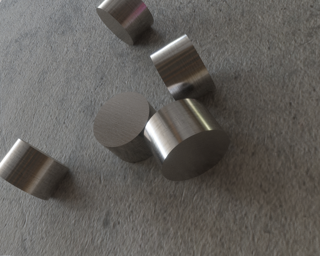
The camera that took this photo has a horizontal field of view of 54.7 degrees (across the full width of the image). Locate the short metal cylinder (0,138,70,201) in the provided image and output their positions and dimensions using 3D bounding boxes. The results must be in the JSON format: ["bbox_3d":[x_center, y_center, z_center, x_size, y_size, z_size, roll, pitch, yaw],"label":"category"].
[{"bbox_3d":[-0.172,0.056,0.422,0.080,0.080,0.050,22,74,35],"label":"short metal cylinder"}]

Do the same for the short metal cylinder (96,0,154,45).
[{"bbox_3d":[-0.057,-0.183,0.509,0.050,0.080,0.080,-49,52,-6],"label":"short metal cylinder"}]

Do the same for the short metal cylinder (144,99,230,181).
[{"bbox_3d":[0.029,0.014,0.344,0.080,0.080,0.050,-34,52,5],"label":"short metal cylinder"}]

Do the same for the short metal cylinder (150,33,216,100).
[{"bbox_3d":[0.030,-0.072,0.397,0.050,0.080,0.080,-30,52,9],"label":"short metal cylinder"}]

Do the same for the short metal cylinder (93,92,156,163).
[{"bbox_3d":[-0.039,-0.001,0.407,0.080,0.050,0.080,-13,56,20],"label":"short metal cylinder"}]
